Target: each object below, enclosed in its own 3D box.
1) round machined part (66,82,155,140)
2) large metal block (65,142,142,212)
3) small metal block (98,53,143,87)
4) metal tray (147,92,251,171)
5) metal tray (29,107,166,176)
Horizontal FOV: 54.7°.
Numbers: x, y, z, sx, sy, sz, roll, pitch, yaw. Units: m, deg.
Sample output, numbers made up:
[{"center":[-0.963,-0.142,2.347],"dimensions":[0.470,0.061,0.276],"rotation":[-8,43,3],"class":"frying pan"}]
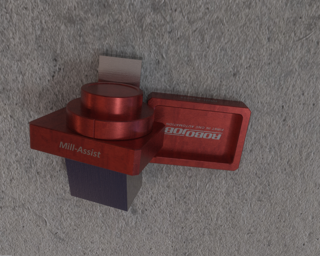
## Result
[{"center":[-0.055,-0.024,0.351],"dimensions":[0.099,0.098,0.042],"rotation":[6,110,-3],"class":"round machined part"},{"center":[-0.069,0.051,0.395],"dimensions":[0.080,0.050,0.079],"rotation":[12,124,14],"class":"large metal block"},{"center":[-0.049,-0.064,0.387],"dimensions":[0.050,0.025,0.050],"rotation":[6,110,-3],"class":"small metal block"},{"center":[0.045,0.005,0.411],"dimensions":[0.131,0.030,0.089],"rotation":[6,110,-3],"class":"metal tray"},{"center":[-0.069,0.008,0.360],"dimensions":[0.131,0.090,0.030],"rotation":[13,111,14],"class":"metal tray"}]
